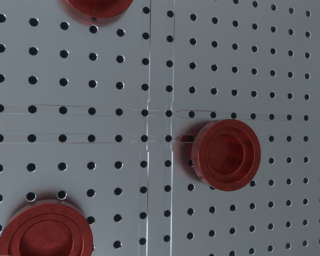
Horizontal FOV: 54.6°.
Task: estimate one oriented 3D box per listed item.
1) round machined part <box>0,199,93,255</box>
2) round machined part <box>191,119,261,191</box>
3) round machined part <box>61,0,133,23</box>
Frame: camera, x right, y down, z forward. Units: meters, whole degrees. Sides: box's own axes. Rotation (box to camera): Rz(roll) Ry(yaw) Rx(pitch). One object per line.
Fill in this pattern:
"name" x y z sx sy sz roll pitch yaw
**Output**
"round machined part" -0.129 0.131 0.356 0.099 0.042 0.097 0 90 -20
"round machined part" 0.088 0.037 0.436 0.099 0.042 0.097 0 90 -20
"round machined part" -0.075 -0.183 0.375 0.099 0.042 0.097 0 90 -20
